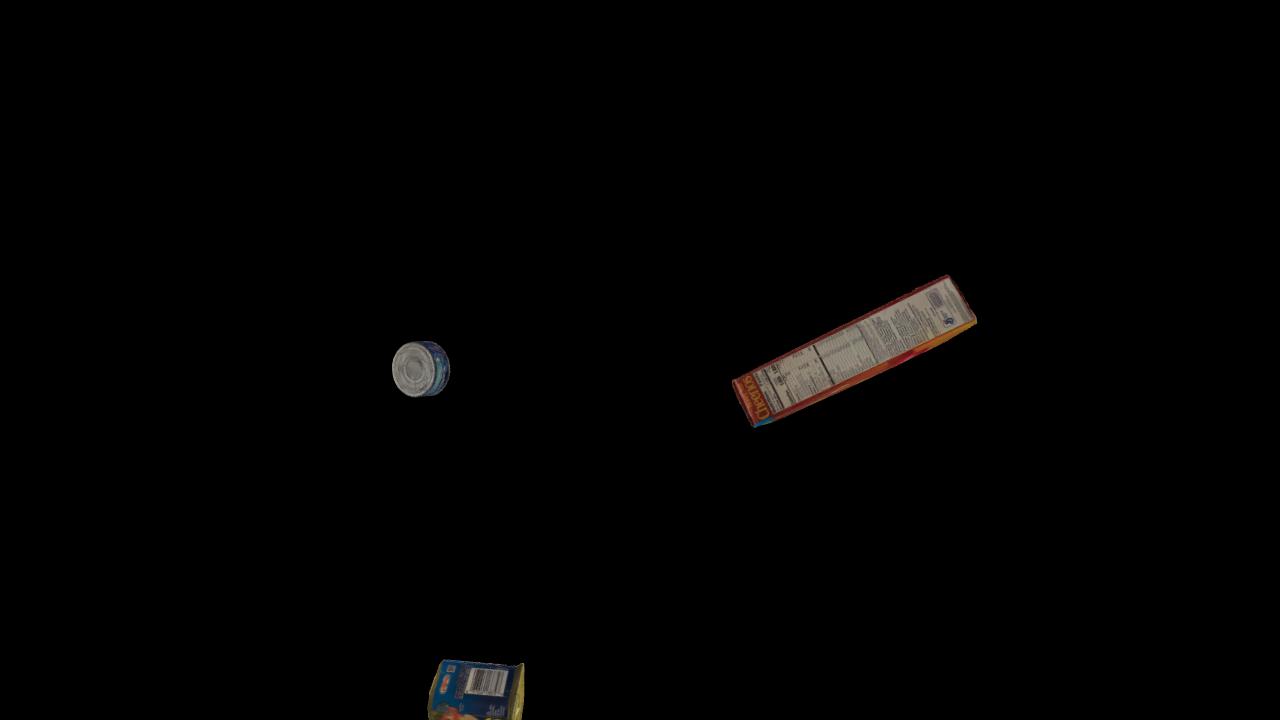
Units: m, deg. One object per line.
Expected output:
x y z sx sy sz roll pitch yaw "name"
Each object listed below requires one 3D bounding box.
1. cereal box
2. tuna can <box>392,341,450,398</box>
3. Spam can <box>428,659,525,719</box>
0.286 0.000 0.871 0.306 0.081 0.203 -27 -10 9 "cereal box"
-0.327 0.013 0.915 0.084 0.084 0.034 0 2 21 "tuna can"
-0.166 0.355 0.632 0.085 0.101 0.058 7 34 -2 "Spam can"
